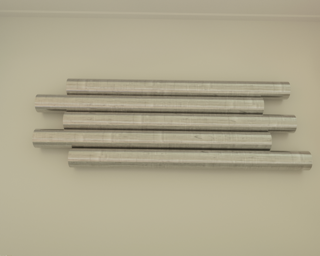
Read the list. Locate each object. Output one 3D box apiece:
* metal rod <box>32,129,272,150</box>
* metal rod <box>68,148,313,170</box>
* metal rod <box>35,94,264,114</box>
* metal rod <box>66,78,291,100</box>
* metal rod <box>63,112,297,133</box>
[{"bbox_3d":[-0.009,0.015,0.402,0.302,0.025,0.025,1,70,0],"label":"metal rod"},{"bbox_3d":[0.038,0.040,0.394,0.302,0.025,0.025,1,70,0],"label":"metal rod"},{"bbox_3d":[-0.013,-0.031,0.419,0.302,0.025,0.025,1,70,0],"label":"metal rod"},{"bbox_3d":[0.025,-0.054,0.428,0.302,0.025,0.025,1,70,0],"label":"metal rod"},{"bbox_3d":[0.026,-0.007,0.411,0.302,0.025,0.025,1,70,0],"label":"metal rod"}]
